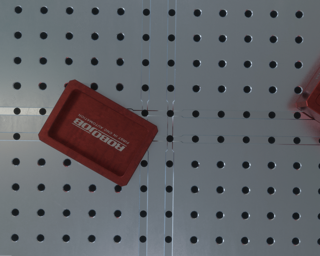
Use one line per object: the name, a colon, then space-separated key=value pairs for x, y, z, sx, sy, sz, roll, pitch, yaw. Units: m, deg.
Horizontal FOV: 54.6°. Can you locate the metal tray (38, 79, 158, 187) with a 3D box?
metal tray: x=-0.079 y=0.006 z=0.410 sx=0.130 sy=0.030 sz=0.090 roll=30 pitch=90 yaw=0

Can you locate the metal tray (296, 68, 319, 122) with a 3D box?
metal tray: x=0.258 y=-0.060 z=0.412 sx=0.090 sy=0.030 sz=0.130 roll=34 pitch=90 yaw=0
